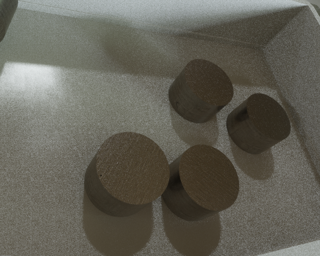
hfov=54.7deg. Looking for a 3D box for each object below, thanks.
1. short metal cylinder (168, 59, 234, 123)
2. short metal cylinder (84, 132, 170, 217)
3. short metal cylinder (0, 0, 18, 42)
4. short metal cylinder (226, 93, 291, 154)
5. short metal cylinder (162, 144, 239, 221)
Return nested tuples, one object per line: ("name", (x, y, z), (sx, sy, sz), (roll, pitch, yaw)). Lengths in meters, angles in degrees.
("short metal cylinder", (0.059, -0.054, 0.454), (0.081, 0.050, 0.080), (14, 56, -21))
("short metal cylinder", (-0.037, 0.051, 0.339), (0.081, 0.050, 0.080), (14, 56, -21))
("short metal cylinder", (-0.207, -0.137, 0.343), (0.081, 0.080, 0.050), (15, 56, -20))
("short metal cylinder", (0.150, -0.006, 0.474), (0.081, 0.050, 0.080), (14, 56, -21))
("short metal cylinder", (0.047, 0.067, 0.374), (0.081, 0.050, 0.080), (14, 56, -21))
